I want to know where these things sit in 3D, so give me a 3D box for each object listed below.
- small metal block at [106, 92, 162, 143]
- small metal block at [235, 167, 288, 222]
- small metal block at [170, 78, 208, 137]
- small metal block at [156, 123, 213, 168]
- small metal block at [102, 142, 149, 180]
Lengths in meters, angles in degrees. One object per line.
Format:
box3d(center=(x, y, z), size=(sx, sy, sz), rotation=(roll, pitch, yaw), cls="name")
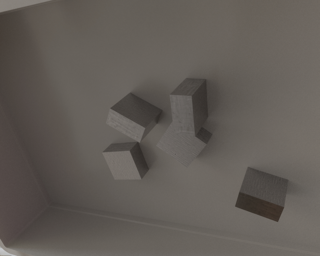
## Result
box3d(center=(-0.032, -0.015, 0.399), size=(0.050, 0.050, 0.025), rotation=(29, 128, 9), cls="small metal block")
box3d(center=(0.124, 0.079, 0.376), size=(0.050, 0.050, 0.025), rotation=(17, 125, 18), cls="small metal block")
box3d(center=(0.035, -0.025, 0.358), size=(0.025, 0.050, 0.050), rotation=(6, 121, 25), cls="small metal block")
box3d(center=(0.031, 0.016, 0.401), size=(0.050, 0.025, 0.050), rotation=(36, 129, 4), cls="small metal block")
box3d(center=(-0.051, 0.050, 0.465), size=(0.050, 0.025, 0.050), rotation=(-6, 116, 30), cls="small metal block")
